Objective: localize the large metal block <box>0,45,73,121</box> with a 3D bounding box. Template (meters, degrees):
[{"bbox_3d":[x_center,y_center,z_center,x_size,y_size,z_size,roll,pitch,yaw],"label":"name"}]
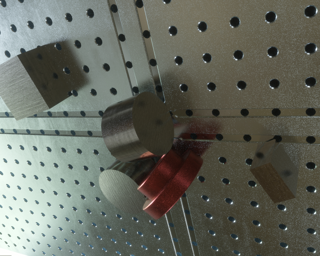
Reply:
[{"bbox_3d":[-0.190,-0.064,0.453,0.080,0.050,0.080,-14,112,33],"label":"large metal block"}]

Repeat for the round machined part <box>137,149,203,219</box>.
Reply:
[{"bbox_3d":[0.008,0.065,0.399,0.042,0.098,0.097,39,129,1],"label":"round machined part"}]

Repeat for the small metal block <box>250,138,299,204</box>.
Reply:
[{"bbox_3d":[0.132,0.048,0.355,0.025,0.050,0.050,-30,102,37],"label":"small metal block"}]

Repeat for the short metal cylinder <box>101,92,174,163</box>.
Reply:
[{"bbox_3d":[-0.026,0.000,0.388,0.050,0.080,0.080,-17,110,34],"label":"short metal cylinder"}]

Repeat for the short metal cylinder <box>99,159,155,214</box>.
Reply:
[{"bbox_3d":[-0.043,0.080,0.461,0.080,0.050,0.079,17,127,23],"label":"short metal cylinder"}]
